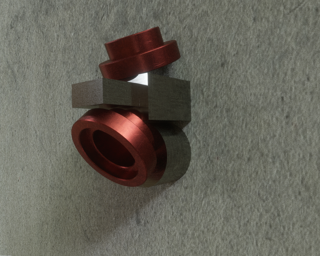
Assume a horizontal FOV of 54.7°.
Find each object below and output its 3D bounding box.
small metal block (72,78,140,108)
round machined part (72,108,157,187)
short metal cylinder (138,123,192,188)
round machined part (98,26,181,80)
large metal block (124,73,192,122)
[{"bbox_3d":[-0.058,-0.035,0.331,0.050,0.050,0.025,-3,88,40],"label":"small metal block"},{"bbox_3d":[-0.046,0.017,0.345,0.098,0.042,0.097,21,139,20],"label":"round machined part"},{"bbox_3d":[-0.007,0.032,0.395,0.080,0.050,0.079,0,90,39],"label":"short metal cylinder"},{"bbox_3d":[-0.028,-0.092,0.375,0.098,0.099,0.042,-3,113,39],"label":"round machined part"},{"bbox_3d":[-0.018,-0.032,0.382,0.080,0.081,0.050,-2,89,39],"label":"large metal block"}]
